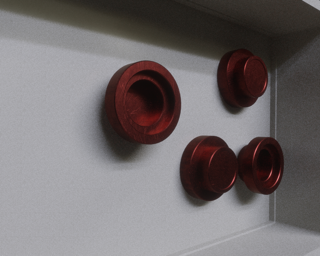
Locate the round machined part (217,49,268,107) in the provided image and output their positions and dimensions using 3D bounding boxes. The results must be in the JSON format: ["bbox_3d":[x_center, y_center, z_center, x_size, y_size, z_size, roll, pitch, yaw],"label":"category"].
[{"bbox_3d":[0.143,-0.083,0.515,0.099,0.042,0.097,0,90,-40],"label":"round machined part"}]

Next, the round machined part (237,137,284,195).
[{"bbox_3d":[0.171,0.064,0.539,0.099,0.042,0.097,0,90,-40],"label":"round machined part"}]

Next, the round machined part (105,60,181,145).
[{"bbox_3d":[-0.024,-0.030,0.375,0.099,0.042,0.097,0,90,-40],"label":"round machined part"}]

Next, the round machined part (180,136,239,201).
[{"bbox_3d":[0.080,0.060,0.462,0.099,0.042,0.097,0,90,-40],"label":"round machined part"}]
